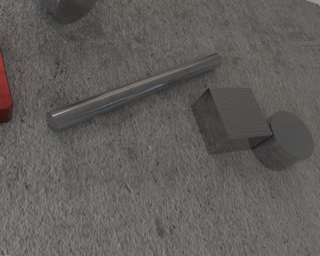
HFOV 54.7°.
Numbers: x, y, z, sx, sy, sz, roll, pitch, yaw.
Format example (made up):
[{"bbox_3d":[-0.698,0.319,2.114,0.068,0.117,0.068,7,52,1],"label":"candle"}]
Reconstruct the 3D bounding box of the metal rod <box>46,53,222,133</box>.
[{"bbox_3d":[-0.012,-0.060,0.433,0.302,0.025,0.025,-27,77,-37],"label":"metal rod"}]

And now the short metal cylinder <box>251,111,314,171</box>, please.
[{"bbox_3d":[0.185,0.020,0.475,0.081,0.050,0.080,14,56,-21],"label":"short metal cylinder"}]

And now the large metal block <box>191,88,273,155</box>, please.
[{"bbox_3d":[0.103,-0.011,0.450,0.081,0.050,0.080,-4,64,-30],"label":"large metal block"}]

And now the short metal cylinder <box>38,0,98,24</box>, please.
[{"bbox_3d":[-0.125,-0.189,0.417,0.050,0.080,0.080,45,51,3],"label":"short metal cylinder"}]

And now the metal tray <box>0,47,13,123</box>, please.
[{"bbox_3d":[-0.215,-0.064,0.324,0.091,0.030,0.130,-9,66,-32],"label":"metal tray"}]
